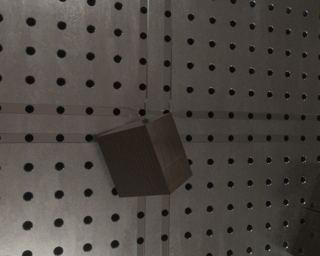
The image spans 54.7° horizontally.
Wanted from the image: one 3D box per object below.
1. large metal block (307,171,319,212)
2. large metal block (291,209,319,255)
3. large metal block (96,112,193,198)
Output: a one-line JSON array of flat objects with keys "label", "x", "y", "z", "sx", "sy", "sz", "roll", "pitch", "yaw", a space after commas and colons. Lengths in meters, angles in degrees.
[{"label": "large metal block", "x": 0.298, "y": 0.109, "z": 0.496, "sx": 0.050, "sy": 0.080, "sz": 0.080, "roll": 28, "pitch": 81, "yaw": -18}, {"label": "large metal block", "x": 0.275, "y": 0.189, "z": 0.504, "sx": 0.080, "sy": 0.050, "sz": 0.080, "roll": 26, "pitch": 81, "yaw": -19}, {"label": "large metal block", "x": -0.018, "y": 0.034, "z": 0.370, "sx": 0.050, "sy": 0.080, "sz": 0.080, "roll": -29, "pitch": 102, "yaw": -51}]
